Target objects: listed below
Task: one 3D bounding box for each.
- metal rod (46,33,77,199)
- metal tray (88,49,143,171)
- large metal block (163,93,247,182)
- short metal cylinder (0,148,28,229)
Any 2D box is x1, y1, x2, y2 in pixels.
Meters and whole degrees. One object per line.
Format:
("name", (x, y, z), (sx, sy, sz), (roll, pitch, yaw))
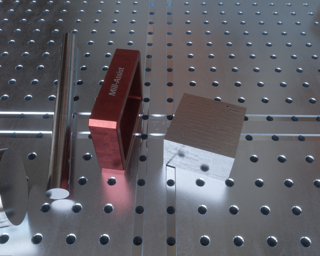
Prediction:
("metal rod", (-0.135, -0.040, 0.440), (0.025, 0.025, 0.300), (-6, 50, -5))
("metal tray", (-0.049, -0.025, 0.385), (0.030, 0.090, 0.130), (6, 50, 5))
("large metal block", (0.056, 0.010, 0.383), (0.080, 0.050, 0.080), (15, 52, 12))
("short metal cylinder", (-0.175, 0.064, 0.317), (0.050, 0.080, 0.080), (-8, 51, -7))
